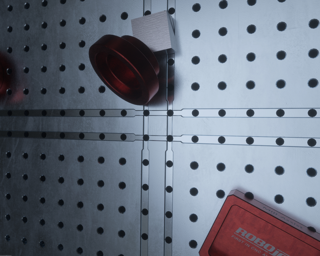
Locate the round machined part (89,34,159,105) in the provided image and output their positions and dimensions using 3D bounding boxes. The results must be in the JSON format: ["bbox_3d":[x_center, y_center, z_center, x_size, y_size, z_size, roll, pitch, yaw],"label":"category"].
[{"bbox_3d":[-0.040,-0.079,0.398,0.098,0.098,0.042,33,66,17],"label":"round machined part"}]

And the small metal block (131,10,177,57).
[{"bbox_3d":[-0.008,-0.123,0.415,0.050,0.025,0.050,-8,87,19],"label":"small metal block"}]

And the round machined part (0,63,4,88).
[{"bbox_3d":[-0.300,-0.088,0.510,0.098,0.042,0.097,0,90,20],"label":"round machined part"}]

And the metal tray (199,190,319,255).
[{"bbox_3d":[0.124,0.144,0.366,0.130,0.030,0.090,27,99,18],"label":"metal tray"}]
